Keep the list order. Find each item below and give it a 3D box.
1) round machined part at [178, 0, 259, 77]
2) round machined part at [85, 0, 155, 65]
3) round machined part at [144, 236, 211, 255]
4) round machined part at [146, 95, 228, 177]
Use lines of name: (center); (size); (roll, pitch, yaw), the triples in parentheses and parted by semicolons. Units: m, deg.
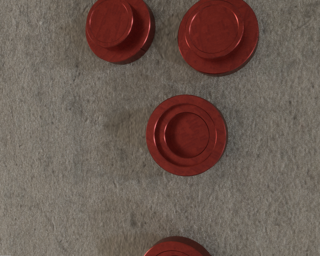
round machined part: (0.068, -0.114, 0.375); (0.098, 0.042, 0.097); (0, 90, 19)
round machined part: (-0.059, -0.138, 0.420); (0.098, 0.042, 0.097); (0, 90, 19)
round machined part: (0.026, 0.185, 0.390); (0.098, 0.042, 0.097); (0, 90, 19)
round machined part: (0.036, 0.009, 0.387); (0.098, 0.042, 0.097); (0, 90, 19)
